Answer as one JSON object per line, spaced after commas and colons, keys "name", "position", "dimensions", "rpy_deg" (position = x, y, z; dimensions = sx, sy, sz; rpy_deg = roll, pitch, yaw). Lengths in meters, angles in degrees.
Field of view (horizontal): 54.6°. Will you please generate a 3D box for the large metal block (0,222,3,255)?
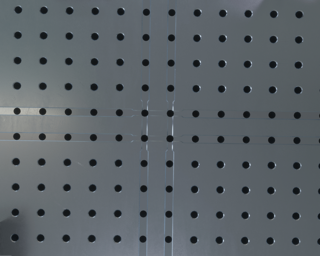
{"name": "large metal block", "position": [-0.241, 0.171, 0.385], "dimensions": [0.050, 0.080, 0.080], "rpy_deg": [-5, 90, 0]}
